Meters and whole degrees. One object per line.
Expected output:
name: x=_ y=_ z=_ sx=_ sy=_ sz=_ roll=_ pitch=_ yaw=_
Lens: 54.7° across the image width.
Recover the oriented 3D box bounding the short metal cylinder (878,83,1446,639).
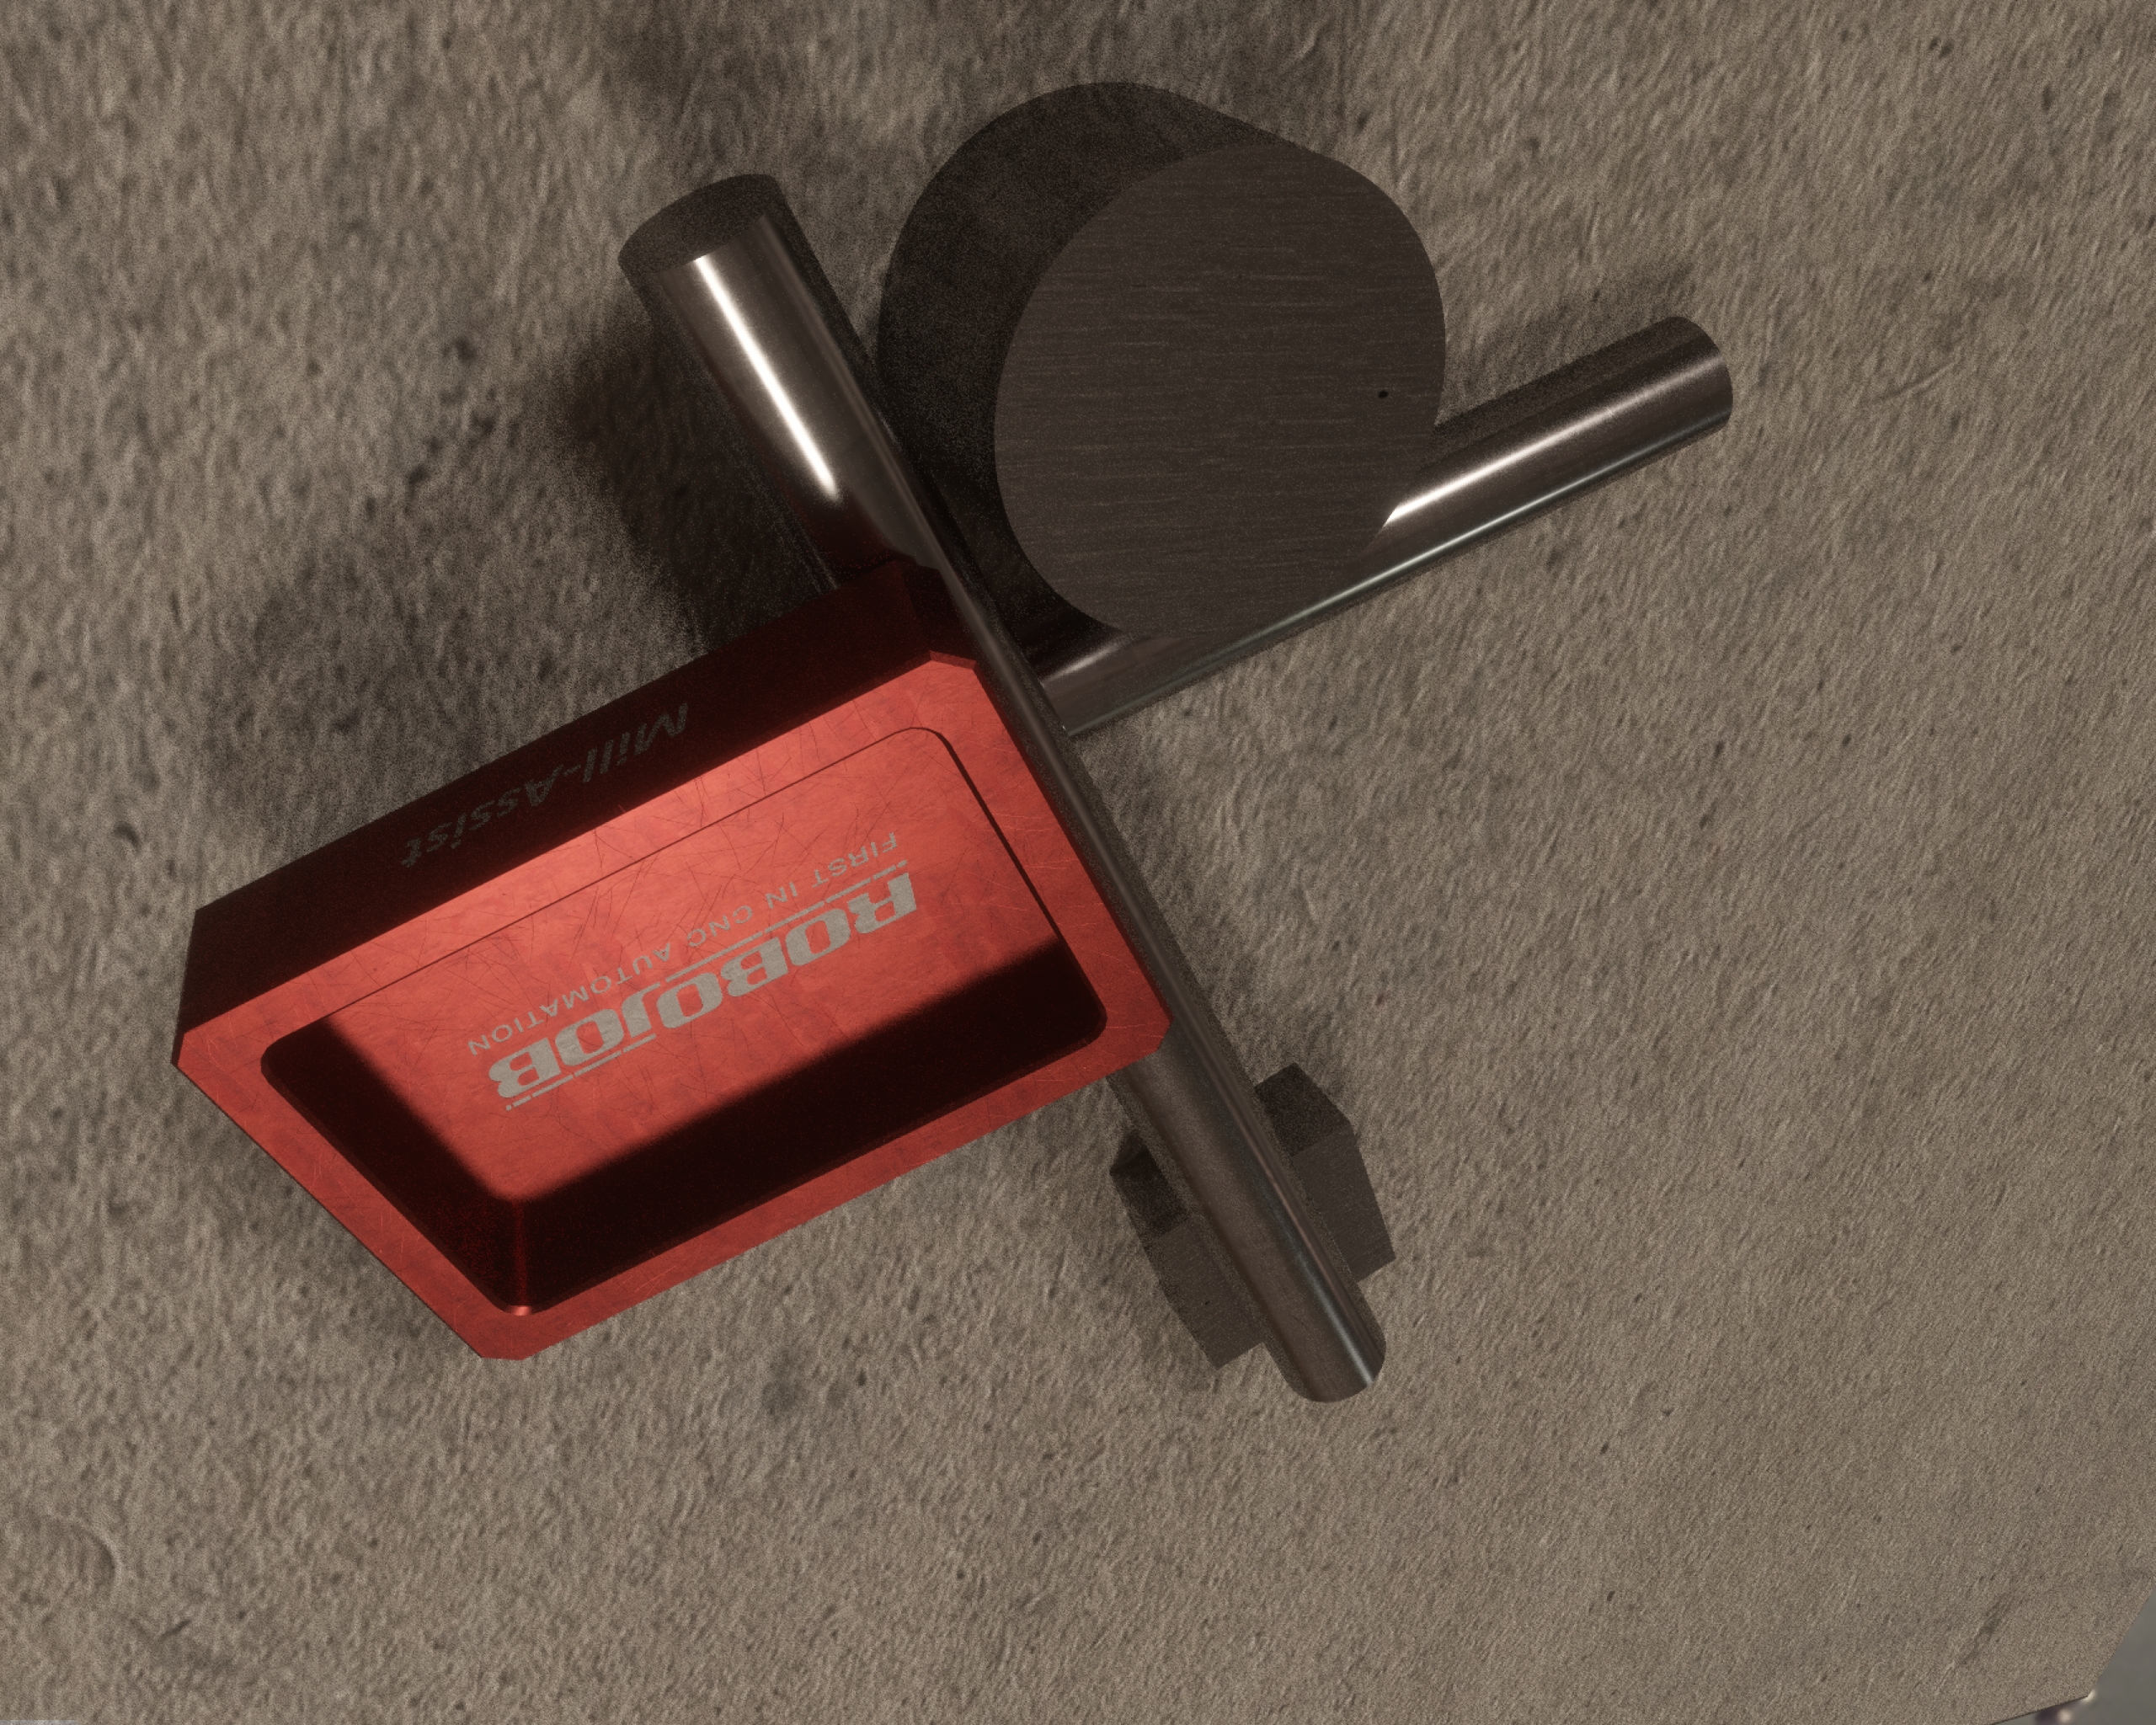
short metal cylinder: x=0.013 y=-0.084 z=0.348 sx=0.081 sy=0.050 sz=0.079 roll=-14 pitch=125 yaw=-21

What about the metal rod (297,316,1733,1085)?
metal rod: x=-0.009 y=-0.032 z=0.385 sx=0.302 sy=0.025 sz=0.025 roll=-26 pitch=128 yaw=-12

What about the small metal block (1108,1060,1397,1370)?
small metal block: x=0.041 y=0.082 z=0.483 sx=0.050 sy=0.025 sz=0.050 roll=-30 pitch=129 yaw=-10

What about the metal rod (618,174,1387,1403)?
metal rod: x=0.003 y=0.012 z=0.387 sx=0.025 sy=0.025 sz=0.299 roll=-34 pitch=129 yaw=-6

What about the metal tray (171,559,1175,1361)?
metal tray: x=-0.061 y=0.019 z=0.335 sx=0.130 sy=0.030 sz=0.090 roll=-26 pitch=129 yaw=3
